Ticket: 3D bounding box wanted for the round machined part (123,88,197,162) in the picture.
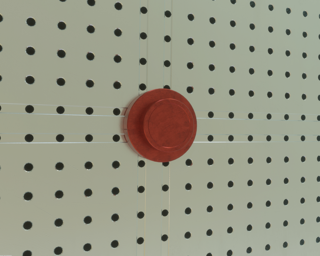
[{"bbox_3d":[0.005,-0.003,0.406,0.099,0.042,0.097,0,90,-21],"label":"round machined part"}]
